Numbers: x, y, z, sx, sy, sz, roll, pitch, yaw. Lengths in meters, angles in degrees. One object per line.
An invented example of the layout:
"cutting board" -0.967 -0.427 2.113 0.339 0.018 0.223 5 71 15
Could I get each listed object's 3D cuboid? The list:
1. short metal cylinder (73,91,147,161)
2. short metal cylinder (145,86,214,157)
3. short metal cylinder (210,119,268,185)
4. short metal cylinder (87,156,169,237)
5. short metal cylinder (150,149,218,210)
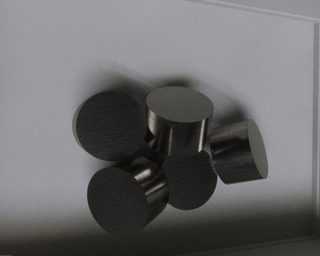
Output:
"short metal cylinder" -0.062 -0.002 0.372 0.081 0.050 0.079 0 90 -21
"short metal cylinder" 0.021 -0.010 0.381 0.081 0.080 0.050 -9 129 -20
"short metal cylinder" 0.107 0.032 0.415 0.080 0.050 0.080 36 46 -49
"short metal cylinder" -0.036 0.078 0.360 0.050 0.080 0.079 -18 99 -62
"short metal cylinder" 0.028 0.062 0.407 0.081 0.050 0.079 0 90 -21
